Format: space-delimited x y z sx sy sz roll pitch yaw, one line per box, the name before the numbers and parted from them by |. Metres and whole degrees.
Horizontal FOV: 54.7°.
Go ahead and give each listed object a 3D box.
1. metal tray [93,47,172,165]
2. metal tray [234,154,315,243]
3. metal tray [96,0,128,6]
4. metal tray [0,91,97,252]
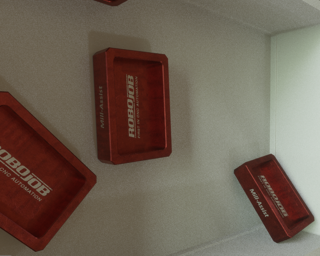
metal tray | -0.031 -0.026 0.376 0.091 0.030 0.129 -4 93 -40
metal tray | 0.191 0.112 0.519 0.091 0.030 0.130 -9 63 -40
metal tray | -0.075 -0.163 0.300 0.131 0.090 0.030 2 89 -40
metal tray | -0.134 0.042 0.291 0.130 0.030 0.090 52 60 -28
